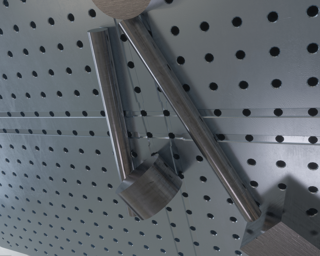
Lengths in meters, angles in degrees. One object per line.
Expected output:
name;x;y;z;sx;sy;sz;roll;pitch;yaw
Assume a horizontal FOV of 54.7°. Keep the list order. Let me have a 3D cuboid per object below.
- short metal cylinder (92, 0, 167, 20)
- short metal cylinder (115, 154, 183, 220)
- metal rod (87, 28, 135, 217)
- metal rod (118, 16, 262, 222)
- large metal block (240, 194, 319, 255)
short metal cylinder;-0.030;-0.156;0.314;0.080;0.050;0.079;13;124;21
short metal cylinder;-0.015;0.081;0.434;0.050;0.080;0.080;49;129;-6
metal rod;-0.060;0.010;0.448;0.025;0.025;0.298;7;122;24
metal rod;0.044;-0.003;0.385;0.025;0.025;0.299;-24;106;36
large metal block;0.165;0.145;0.398;0.080;0.050;0.080;37;129;3
